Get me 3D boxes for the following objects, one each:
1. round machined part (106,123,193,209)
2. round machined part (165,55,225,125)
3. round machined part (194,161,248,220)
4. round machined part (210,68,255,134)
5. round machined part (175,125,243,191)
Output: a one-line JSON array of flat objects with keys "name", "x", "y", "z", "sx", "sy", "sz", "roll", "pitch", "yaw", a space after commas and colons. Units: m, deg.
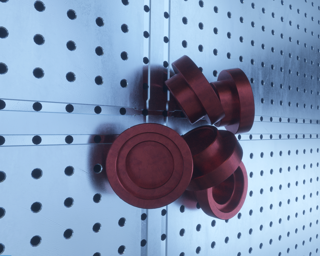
[{"name": "round machined part", "x": -0.012, "y": 0.043, "z": 0.369, "sx": 0.099, "sy": 0.042, "sz": 0.097, "roll": 0, "pitch": 90, "yaw": -2}, {"name": "round machined part", "x": 0.041, "y": -0.044, "z": 0.411, "sx": 0.042, "sy": 0.098, "sz": 0.098, "roll": -33, "pitch": 116, "yaw": 3}, {"name": "round machined part", "x": 0.089, "y": 0.087, "z": 0.476, "sx": 0.099, "sy": 0.042, "sz": 0.097, "roll": 0, "pitch": 90, "yaw": -40}, {"name": "round machined part", "x": 0.099, "y": -0.038, "z": 0.459, "sx": 0.042, "sy": 0.098, "sz": 0.097, "roll": -10, "pitch": 98, "yaw": -6}, {"name": "round machined part", "x": 0.055, "y": 0.033, "z": 0.411, "sx": 0.098, "sy": 0.098, "sz": 0.042, "roll": -47, "pitch": 116, "yaw": -30}]
